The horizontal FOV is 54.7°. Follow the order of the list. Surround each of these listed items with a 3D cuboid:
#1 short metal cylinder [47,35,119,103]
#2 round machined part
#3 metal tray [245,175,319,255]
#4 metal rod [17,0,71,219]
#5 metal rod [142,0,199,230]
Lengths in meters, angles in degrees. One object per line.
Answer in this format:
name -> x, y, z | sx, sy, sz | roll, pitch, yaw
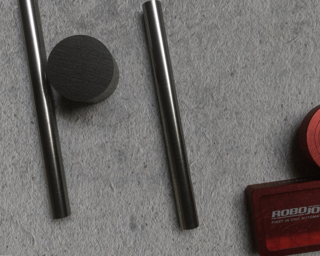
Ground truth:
short metal cylinder -> -0.096, -0.072, 0.397 | 0.081, 0.050, 0.080 | 0, 90, 0
round machined part -> 0.229, 0.014, 0.402 | 0.099, 0.042, 0.097 | 0, 87, 0
metal tray -> 0.187, 0.114, 0.409 | 0.131, 0.030, 0.089 | -8, 90, 0
metal rod -> -0.153, -0.031, 0.408 | 0.025, 0.025, 0.298 | -9, 90, 0
metal rod -> 0.014, -0.017, 0.410 | 0.025, 0.025, 0.298 | -10, 90, 0
